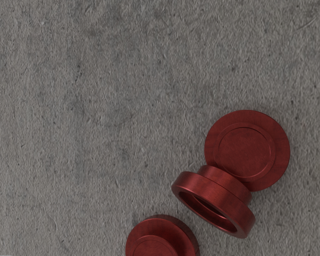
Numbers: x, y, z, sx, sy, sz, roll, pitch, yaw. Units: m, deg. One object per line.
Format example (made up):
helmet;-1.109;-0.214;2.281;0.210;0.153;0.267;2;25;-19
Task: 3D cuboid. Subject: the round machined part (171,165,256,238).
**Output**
round machined part;0.065;0.079;0.355;0.098;0.098;0.042;32;69;17

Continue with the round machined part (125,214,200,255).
round machined part;-0.001;0.166;0.400;0.098;0.042;0.097;0;90;20

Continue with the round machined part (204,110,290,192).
round machined part;0.100;0.027;0.364;0.098;0.042;0.097;0;90;19
